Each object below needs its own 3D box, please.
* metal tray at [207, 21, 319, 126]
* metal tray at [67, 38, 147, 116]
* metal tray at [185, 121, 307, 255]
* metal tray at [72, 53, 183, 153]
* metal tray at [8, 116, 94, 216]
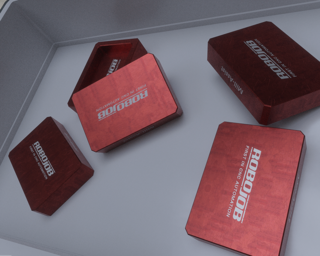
[{"bbox_3d":[0.124,-0.070,0.360,0.091,0.030,0.130,-20,51,-10],"label":"metal tray"},{"bbox_3d":[-0.083,-0.081,0.495,0.090,0.030,0.130,4,63,30],"label":"metal tray"},{"bbox_3d":[0.090,0.061,0.318,0.090,0.030,0.130,9,66,32],"label":"metal tray"},{"bbox_3d":[-0.046,-0.032,0.424,0.130,0.030,0.090,-26,77,11],"label":"metal tray"},{"bbox_3d":[-0.164,0.052,0.457,0.090,0.030,0.130,-44,51,-3],"label":"metal tray"}]
